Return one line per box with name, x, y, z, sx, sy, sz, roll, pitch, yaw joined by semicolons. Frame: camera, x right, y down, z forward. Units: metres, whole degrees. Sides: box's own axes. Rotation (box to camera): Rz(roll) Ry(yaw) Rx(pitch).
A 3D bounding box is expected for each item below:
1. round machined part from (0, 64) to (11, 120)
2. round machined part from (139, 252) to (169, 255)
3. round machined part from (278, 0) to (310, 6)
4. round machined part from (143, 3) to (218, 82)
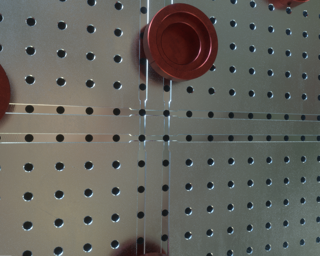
round machined part;-0.211;-0.038;0.315;0.099;0.042;0.097;-6;99;-39
round machined part;-0.014;0.209;0.400;0.099;0.042;0.097;0;90;-21
round machined part;0.218;-0.247;0.486;0.099;0.042;0.097;0;90;-21
round machined part;0.024;-0.110;0.413;0.099;0.042;0.097;0;90;-21
